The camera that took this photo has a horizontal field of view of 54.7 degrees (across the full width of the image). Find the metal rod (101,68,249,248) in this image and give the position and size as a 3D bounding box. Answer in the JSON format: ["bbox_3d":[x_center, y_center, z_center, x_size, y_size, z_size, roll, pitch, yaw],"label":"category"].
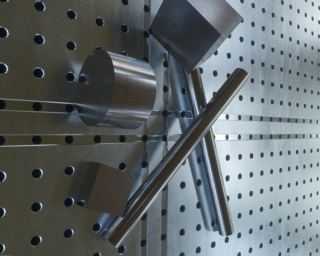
[{"bbox_3d":[0.032,0.026,0.415,0.301,0.025,0.025,-49,120,-21],"label":"metal rod"}]

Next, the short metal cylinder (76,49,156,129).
[{"bbox_3d":[-0.049,-0.040,0.334,0.050,0.080,0.080,6,87,-40],"label":"short metal cylinder"}]

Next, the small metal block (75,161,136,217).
[{"bbox_3d":[-0.062,0.071,0.359,0.050,0.025,0.050,27,73,-37],"label":"small metal block"}]

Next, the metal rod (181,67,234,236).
[{"bbox_3d":[0.072,0.027,0.472,0.025,0.025,0.298,-23,105,-38],"label":"metal rod"}]

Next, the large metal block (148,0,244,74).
[{"bbox_3d":[0.042,-0.130,0.391,0.080,0.080,0.050,47,58,3],"label":"large metal block"}]
